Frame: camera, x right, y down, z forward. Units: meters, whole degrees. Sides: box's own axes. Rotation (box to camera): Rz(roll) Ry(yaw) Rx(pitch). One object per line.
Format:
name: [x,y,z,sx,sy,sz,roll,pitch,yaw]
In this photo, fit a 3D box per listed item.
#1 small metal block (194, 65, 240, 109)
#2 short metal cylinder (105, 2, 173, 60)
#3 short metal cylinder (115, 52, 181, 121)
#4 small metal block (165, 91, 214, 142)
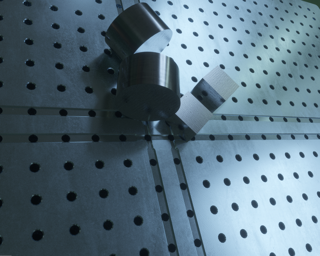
small metal block: [0.092,-0.066,0.498,0.050,0.025,0.050,45,51,3]
short metal cylinder: [-0.029,-0.126,0.434,0.081,0.080,0.050,-34,81,-38]
short metal cylinder: [-0.015,-0.051,0.396,0.081,0.080,0.050,14,56,-21]
small metal block: [0.040,-0.017,0.440,0.050,0.025,0.050,44,51,2]
